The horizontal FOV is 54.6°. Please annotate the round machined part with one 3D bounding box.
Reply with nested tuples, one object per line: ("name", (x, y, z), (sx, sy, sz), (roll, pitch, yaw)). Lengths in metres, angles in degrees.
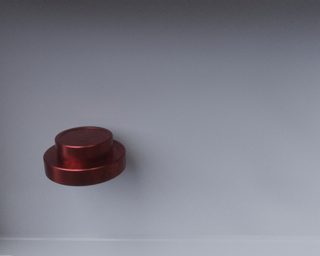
("round machined part", (-0.092, 0.028, 0.382), (0.099, 0.098, 0.042), (1, 110, 0))
